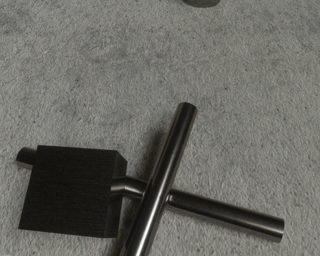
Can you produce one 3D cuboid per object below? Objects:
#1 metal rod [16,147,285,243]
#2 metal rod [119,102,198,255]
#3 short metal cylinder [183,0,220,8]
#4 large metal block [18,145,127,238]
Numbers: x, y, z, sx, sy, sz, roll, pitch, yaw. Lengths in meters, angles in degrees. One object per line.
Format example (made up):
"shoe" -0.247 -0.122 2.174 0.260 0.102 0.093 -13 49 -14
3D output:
"metal rod" -0.021 0.070 0.344 0.301 0.025 0.025 14 51 11
"metal rod" -0.016 0.098 0.295 0.025 0.025 0.300 15 59 12
"short metal cylinder" 0.087 -0.288 0.630 0.081 0.050 0.080 0 50 0
"large metal block" -0.082 0.065 0.312 0.080 0.050 0.080 3 71 8
